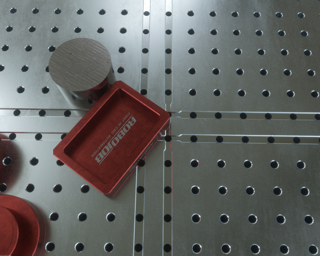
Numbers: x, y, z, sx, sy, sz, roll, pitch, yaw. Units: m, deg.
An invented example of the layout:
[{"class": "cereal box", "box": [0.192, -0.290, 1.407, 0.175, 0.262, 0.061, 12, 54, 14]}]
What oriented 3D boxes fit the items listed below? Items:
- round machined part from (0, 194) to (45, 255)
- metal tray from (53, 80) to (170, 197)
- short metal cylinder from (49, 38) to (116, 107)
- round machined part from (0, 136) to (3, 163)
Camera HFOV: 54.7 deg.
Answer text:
[{"class": "round machined part", "box": [-0.188, 0.125, 0.355, 0.099, 0.042, 0.098, 0, 70, -1]}, {"class": "metal tray", "box": [-0.060, 0.012, 0.403, 0.090, 0.030, 0.130, 35, 73, 11]}, {"class": "short metal cylinder", "box": [-0.104, -0.075, 0.425, 0.081, 0.050, 0.080, 0, 70, 0]}, {"class": "round machined part", "box": [-0.246, 0.034, 0.387, 0.099, 0.042, 0.098, 0, 70, -1]}]
